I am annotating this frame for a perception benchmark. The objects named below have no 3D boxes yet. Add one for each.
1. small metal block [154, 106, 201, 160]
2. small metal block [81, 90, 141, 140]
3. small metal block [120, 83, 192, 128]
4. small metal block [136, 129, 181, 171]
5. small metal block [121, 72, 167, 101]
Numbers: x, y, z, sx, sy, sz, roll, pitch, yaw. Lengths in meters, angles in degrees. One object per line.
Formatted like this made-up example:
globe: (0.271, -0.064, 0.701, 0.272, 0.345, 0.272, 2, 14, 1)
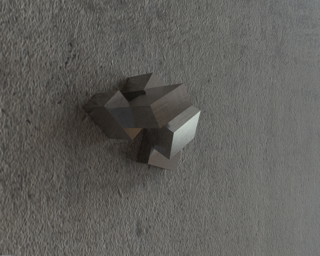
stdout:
small metal block: (0.020, 0.003, 0.377, 0.050, 0.025, 0.050, -38, 151, -33)
small metal block: (-0.053, -0.013, 0.348, 0.025, 0.050, 0.050, -53, 121, -27)
small metal block: (-0.004, -0.023, 0.323, 0.050, 0.050, 0.025, -36, 113, -34)
small metal block: (0.001, 0.027, 0.409, 0.050, 0.025, 0.050, 21, 77, -38)
small metal block: (-0.013, -0.040, 0.381, 0.050, 0.050, 0.025, 39, 66, -33)
